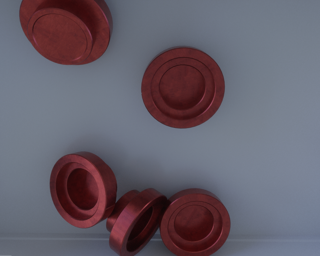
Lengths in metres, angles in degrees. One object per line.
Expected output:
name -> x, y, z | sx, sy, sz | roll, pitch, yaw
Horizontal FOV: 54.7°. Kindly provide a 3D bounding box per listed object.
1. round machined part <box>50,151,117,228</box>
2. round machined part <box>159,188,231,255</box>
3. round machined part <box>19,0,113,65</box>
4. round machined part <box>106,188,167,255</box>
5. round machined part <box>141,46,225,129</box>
round machined part -> -0.097, 0.079, 0.415 | 0.098, 0.042, 0.097 | 4, 97, 29
round machined part -> 0.047, 0.132, 0.445 | 0.099, 0.042, 0.097 | -1, 100, -5
round machined part -> -0.104, -0.109, 0.341 | 0.099, 0.042, 0.097 | 2, 137, 2
round machined part -> -0.035, 0.125, 0.428 | 0.042, 0.099, 0.097 | 29, 112, 27
round machined part -> 0.027, -0.052, 0.383 | 0.099, 0.042, 0.097 | 0, 110, 0
